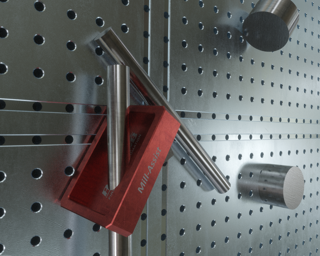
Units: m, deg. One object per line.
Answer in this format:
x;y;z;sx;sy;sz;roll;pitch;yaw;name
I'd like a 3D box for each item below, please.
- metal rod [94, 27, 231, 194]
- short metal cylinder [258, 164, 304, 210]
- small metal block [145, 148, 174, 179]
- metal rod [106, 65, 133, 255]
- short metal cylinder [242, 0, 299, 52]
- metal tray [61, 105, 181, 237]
0.018;-0.007;0.426;0.300;0.025;0.025;51;60;-28;metal rod
0.232;0.111;0.592;0.081;0.050;0.079;0;90;-40;short metal cylinder
-0.020;0.034;0.378;0.050;0.050;0.025;-37;114;-34;small metal block
-0.043;0.082;0.329;0.025;0.025;0.298;2;84;-40;metal rod
0.191;-0.180;0.537;0.080;0.080;0.050;51;60;-28;short metal cylinder
-0.042;0.037;0.331;0.030;0.090;0.130;42;64;-40;metal tray
